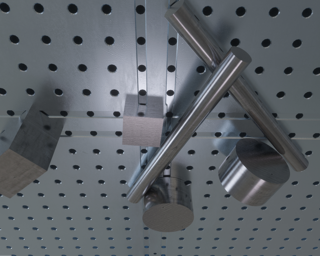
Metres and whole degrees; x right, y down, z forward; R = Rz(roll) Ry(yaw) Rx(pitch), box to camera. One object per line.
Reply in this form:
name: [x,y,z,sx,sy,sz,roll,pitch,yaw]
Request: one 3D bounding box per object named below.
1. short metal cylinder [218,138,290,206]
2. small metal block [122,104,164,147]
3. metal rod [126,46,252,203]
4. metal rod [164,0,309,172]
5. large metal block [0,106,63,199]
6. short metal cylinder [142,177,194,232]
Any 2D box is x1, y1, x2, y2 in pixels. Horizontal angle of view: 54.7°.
short metal cylinder: [0.129,0.060,0.428,0.081,0.080,0.050,16,128,-13]
small metal block: [-0.023,-0.003,0.409,0.050,0.025,0.050,4,130,-4]
metal rod: [0.019,0.019,0.409,0.025,0.025,0.298,19,133,-16]
metal rod: [0.111,-0.033,0.384,0.025,0.025,0.300,-33,123,24]
large metal block: [-0.180,0.031,0.400,0.080,0.080,0.050,-34,123,25]
short metal cylinder: [0.013,0.125,0.502,0.081,0.050,0.079,-1,131,-1]
